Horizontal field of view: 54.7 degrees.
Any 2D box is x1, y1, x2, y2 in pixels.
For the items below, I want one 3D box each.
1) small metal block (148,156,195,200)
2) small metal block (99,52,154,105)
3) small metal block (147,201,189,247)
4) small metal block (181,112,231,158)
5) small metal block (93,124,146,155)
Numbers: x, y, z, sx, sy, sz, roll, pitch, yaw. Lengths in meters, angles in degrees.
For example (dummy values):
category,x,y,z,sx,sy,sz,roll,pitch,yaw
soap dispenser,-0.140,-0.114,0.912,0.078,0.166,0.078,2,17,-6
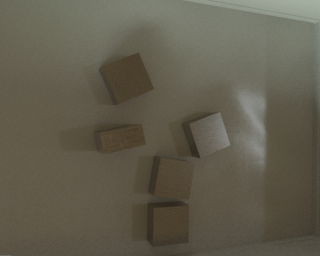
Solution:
category,x,y,z,sx,sy,sz,roll,pitch,yaw
small metal block,0.016,0.067,0.418,0.050,0.025,0.050,11,86,-20
small metal block,-0.043,-0.062,0.395,0.050,0.025,0.050,-26,99,-19
small metal block,0.011,0.128,0.416,0.050,0.025,0.050,1,90,-21
small metal block,0.065,0.009,0.436,0.050,0.025,0.050,-21,97,-19
small metal block,-0.051,0.012,0.379,0.050,0.050,0.025,-13,95,-20
